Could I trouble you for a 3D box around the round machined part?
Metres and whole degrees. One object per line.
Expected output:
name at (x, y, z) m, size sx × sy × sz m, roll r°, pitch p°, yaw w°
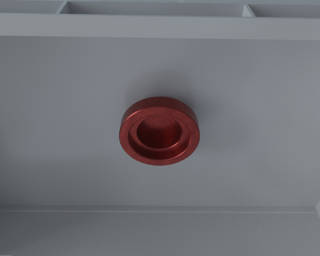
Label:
round machined part at (-0.001, 0.000, 0.393) m, size 0.099 × 0.042 × 0.097 m, roll 0°, pitch 130°, yaw 0°
